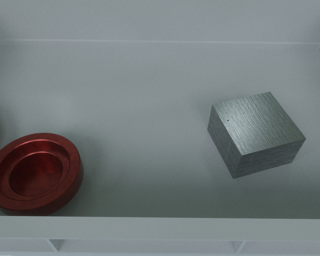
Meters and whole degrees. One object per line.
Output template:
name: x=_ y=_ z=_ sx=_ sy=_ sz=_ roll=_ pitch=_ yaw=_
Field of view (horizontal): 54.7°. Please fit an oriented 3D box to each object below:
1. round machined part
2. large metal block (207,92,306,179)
round machined part: x=-0.135 y=0.056 z=0.345 sx=0.099 sy=0.042 sz=0.098 roll=0 pitch=50 yaw=0
large metal block: x=0.115 y=0.007 z=0.384 sx=0.081 sy=0.050 sz=0.080 roll=-13 pitch=51 yaw=-11
